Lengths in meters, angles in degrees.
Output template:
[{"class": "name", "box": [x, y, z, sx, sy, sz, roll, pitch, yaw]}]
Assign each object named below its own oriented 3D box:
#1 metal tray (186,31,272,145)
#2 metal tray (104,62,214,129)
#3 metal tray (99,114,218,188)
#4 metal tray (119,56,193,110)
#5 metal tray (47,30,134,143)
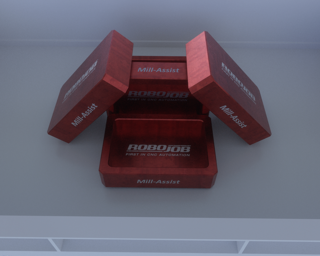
[{"class": "metal tray", "box": [0.085, -0.047, 0.383, 0.030, 0.130, 0.090, -30, 41, 32]}, {"class": "metal tray", "box": [-0.002, -0.039, 0.393, 0.131, 0.089, 0.030, 1, 50, 0]}, {"class": "metal tray", "box": [-0.002, 0.026, 0.376, 0.131, 0.030, 0.090, 1, 50, -1]}, {"class": "metal tray", "box": [0.002, -0.066, 0.455, 0.131, 0.030, 0.090, 0, 50, -1]}, {"class": "metal tray", "box": [-0.087, -0.049, 0.384, 0.030, 0.130, 0.090, 31, 41, -30]}]
